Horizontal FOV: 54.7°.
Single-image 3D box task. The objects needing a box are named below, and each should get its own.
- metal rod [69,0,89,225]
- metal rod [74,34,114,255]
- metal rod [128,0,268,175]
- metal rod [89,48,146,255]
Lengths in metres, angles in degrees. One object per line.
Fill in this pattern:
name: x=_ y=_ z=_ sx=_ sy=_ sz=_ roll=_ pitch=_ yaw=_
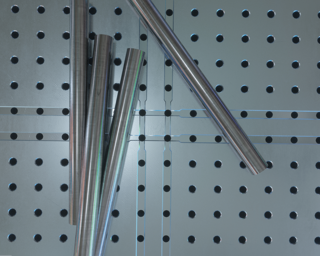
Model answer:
metal rod: x=-0.107 y=-0.024 z=0.411 sx=0.025 sy=0.025 sz=0.298 roll=0 pitch=90 yaw=-1
metal rod: x=-0.085 y=0.028 z=0.398 sx=0.025 sy=0.025 sz=0.298 roll=4 pitch=85 yaw=-1
metal rod: x=0.047 y=-0.066 z=0.413 sx=0.025 sy=0.025 sz=0.299 roll=-35 pitch=90 yaw=0
metal rod: x=-0.062 y=0.043 z=0.412 sx=0.025 sy=0.025 sz=0.298 roll=12 pitch=90 yaw=-1
